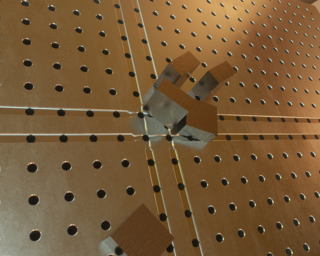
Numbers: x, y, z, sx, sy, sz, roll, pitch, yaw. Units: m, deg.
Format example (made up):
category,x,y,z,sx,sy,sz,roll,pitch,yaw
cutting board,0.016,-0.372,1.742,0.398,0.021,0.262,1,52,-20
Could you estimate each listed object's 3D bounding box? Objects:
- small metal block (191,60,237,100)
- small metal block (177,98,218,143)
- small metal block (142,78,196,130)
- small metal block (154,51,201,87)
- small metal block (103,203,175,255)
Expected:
category,x,y,z,sx,sy,sz,roll,pitch,yaw
small metal block,0.084,-0.073,0.485,0.050,0.050,0.025,-33,81,-38
small metal block,0.054,-0.012,0.447,0.050,0.025,0.050,18,55,-19
small metal block,0.011,-0.031,0.419,0.050,0.050,0.025,35,51,-5
small metal block,0.025,-0.081,0.457,0.025,0.050,0.050,48,51,5
small metal block,-0.022,0.118,0.326,0.050,0.025,0.050,47,51,4
